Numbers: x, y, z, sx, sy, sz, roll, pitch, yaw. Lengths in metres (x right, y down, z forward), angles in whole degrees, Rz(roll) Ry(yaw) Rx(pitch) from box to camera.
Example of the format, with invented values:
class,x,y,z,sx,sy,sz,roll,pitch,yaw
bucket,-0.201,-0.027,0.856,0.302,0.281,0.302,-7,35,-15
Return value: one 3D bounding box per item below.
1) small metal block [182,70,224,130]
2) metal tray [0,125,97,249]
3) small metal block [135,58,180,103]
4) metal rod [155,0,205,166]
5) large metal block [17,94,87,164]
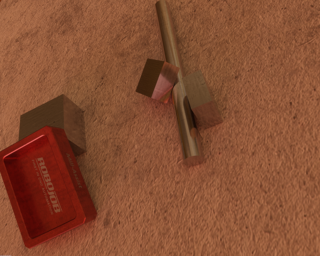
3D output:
class,x,y,z,sx,sy,sz,roll,pitch,yaw
small metal block,0.053,-0.034,0.380,0.025,0.050,0.050,-23,54,14
metal tray,-0.147,0.073,0.396,0.090,0.030,0.130,-28,77,11
small metal block,-0.004,-0.066,0.424,0.050,0.025,0.050,29,100,57
metal rod,0.021,-0.084,0.443,0.025,0.025,0.299,-20,54,16
large metal block,-0.161,0.008,0.465,0.080,0.050,0.080,-24,53,13
